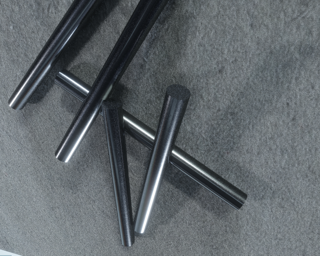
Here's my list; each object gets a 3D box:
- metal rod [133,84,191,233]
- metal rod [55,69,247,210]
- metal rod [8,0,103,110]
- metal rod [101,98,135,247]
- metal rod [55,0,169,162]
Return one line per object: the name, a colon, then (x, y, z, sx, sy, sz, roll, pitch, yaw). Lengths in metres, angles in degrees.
metal rod: (-0.007, 0.065, 0.421, 0.025, 0.025, 0.298, 26, 136, 11)
metal rod: (-0.015, 0.013, 0.421, 0.301, 0.025, 0.025, 35, 129, 4)
metal rod: (-0.137, -0.108, 0.409, 0.025, 0.025, 0.299, 49, 128, -7)
metal rod: (-0.059, 0.087, 0.470, 0.025, 0.025, 0.298, 15, 131, 19)
metal rod: (-0.063, -0.060, 0.377, 0.025, 0.025, 0.298, 39, 121, 1)
